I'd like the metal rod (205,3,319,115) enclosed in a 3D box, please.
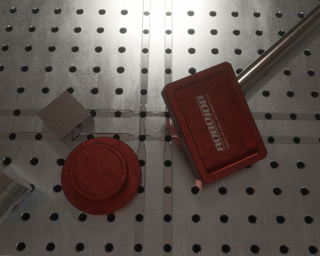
[{"bbox_3d":[0.172,-0.111,0.454,0.301,0.025,0.025,-41,75,-14],"label":"metal rod"}]

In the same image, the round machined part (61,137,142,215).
[{"bbox_3d":[-0.072,0.056,0.381,0.099,0.042,0.098,0,70,-1],"label":"round machined part"}]

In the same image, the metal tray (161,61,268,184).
[{"bbox_3d":[0.067,-0.007,0.390,0.091,0.030,0.129,-23,91,-9],"label":"metal tray"}]

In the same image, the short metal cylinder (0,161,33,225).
[{"bbox_3d":[-0.197,0.066,0.356,0.080,0.080,0.050,35,74,11],"label":"short metal cylinder"}]

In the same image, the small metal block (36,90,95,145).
[{"bbox_3d":[-0.126,-0.014,0.415,0.050,0.025,0.050,43,75,14],"label":"small metal block"}]
